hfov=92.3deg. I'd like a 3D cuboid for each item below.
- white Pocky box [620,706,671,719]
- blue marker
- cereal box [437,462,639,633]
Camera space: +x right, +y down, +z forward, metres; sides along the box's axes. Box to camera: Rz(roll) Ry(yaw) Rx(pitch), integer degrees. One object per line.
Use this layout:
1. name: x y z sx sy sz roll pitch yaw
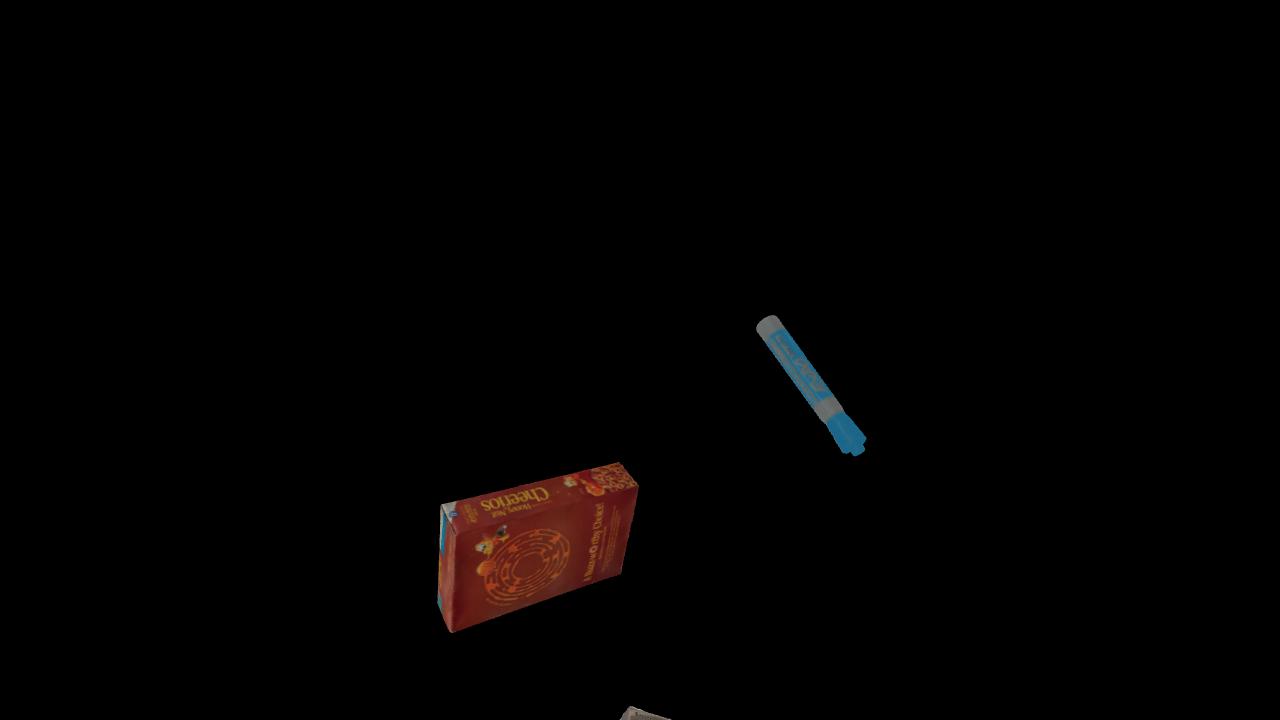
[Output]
1. white Pocky box: 0.025 0.304 0.388 0.084 0.028 0.154 24 18 -10
2. blue marker: 0.121 0.016 0.439 0.020 0.121 0.020 -20 -34 -14
3. cereal box: -0.160 0.290 0.977 0.306 0.203 0.081 -8 32 -31
